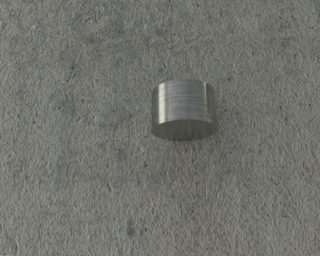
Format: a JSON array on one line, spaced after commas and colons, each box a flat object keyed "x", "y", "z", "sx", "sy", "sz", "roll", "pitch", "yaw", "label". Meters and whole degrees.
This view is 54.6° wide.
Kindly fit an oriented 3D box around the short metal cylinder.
[{"x": 0.030, "y": -0.020, "z": 0.386, "sx": 0.080, "sy": 0.080, "sz": 0.050, "roll": -1, "pitch": 70, "yaw": 0, "label": "short metal cylinder"}]
